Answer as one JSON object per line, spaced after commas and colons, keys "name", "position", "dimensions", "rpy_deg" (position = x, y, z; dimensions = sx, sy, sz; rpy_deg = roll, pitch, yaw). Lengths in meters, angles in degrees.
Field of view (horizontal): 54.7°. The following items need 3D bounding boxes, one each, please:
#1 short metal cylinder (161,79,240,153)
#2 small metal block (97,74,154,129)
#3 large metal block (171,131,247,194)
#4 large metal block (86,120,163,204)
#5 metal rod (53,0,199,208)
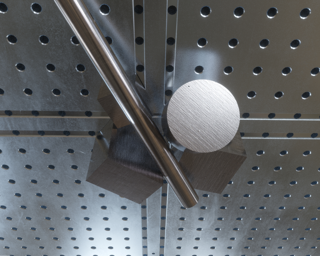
{"name": "short metal cylinder", "position": [0.044, -0.011, 0.358], "dimensions": [0.081, 0.080, 0.050], "rpy_deg": [7, 173, -6]}
{"name": "small metal block", "position": [-0.041, -0.032, 0.384], "dimensions": [0.050, 0.025, 0.050], "rpy_deg": [-19, 128, 15]}
{"name": "large metal block", "position": [0.061, 0.041, 0.430], "dimensions": [0.081, 0.050, 0.079], "rpy_deg": [13, 129, -12]}
{"name": "large metal block", "position": [-0.043, 0.041, 0.410], "dimensions": [0.080, 0.080, 0.050], "rpy_deg": [30, 124, -23]}
{"name": "metal rod", "position": [-0.028, -0.019, 0.355], "dimensions": [0.025, 0.025, 0.299], "rpy_deg": [-22, 116, 17]}
